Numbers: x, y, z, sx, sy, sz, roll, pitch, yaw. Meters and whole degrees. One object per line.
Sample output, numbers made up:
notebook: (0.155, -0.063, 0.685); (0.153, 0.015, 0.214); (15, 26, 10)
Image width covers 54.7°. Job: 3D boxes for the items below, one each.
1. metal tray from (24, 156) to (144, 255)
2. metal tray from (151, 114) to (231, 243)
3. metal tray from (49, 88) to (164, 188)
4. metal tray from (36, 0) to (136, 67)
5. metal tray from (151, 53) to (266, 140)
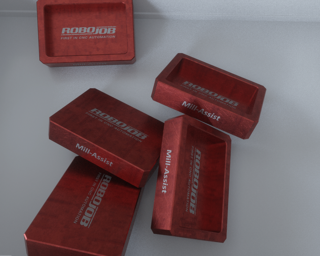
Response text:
metal tray: (-0.071, 0.086, 0.335); (0.091, 0.030, 0.130); (11, 32, 4)
metal tray: (0.041, 0.060, 0.358); (0.090, 0.030, 0.130); (23, 65, -37)
metal tray: (-0.056, 0.007, 0.380); (0.130, 0.030, 0.090); (27, 39, 9)
metal tray: (-0.102, -0.136, 0.439); (0.131, 0.030, 0.089); (-2, 91, -2)
metal tray: (0.066, -0.046, 0.402); (0.130, 0.030, 0.090); (24, 41, 8)
